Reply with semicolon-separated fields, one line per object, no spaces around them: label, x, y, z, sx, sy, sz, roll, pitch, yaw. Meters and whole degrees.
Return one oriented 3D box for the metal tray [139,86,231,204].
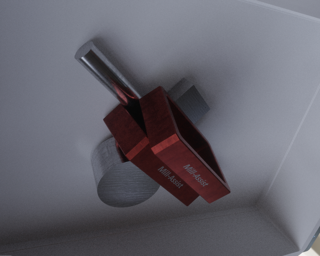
metal tray;0.031;0.022;0.364;0.030;0.090;0.130;-32;131;14

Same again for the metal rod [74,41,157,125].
metal rod;0.003;0.002;0.413;0.025;0.025;0.300;-43;130;1

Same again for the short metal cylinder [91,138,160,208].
short metal cylinder;-0.043;0.055;0.395;0.081;0.050;0.079;-11;129;-14

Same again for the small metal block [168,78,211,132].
small metal block;0.031;-0.029;0.407;0.050;0.025;0.050;-42;130;0

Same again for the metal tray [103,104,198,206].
metal tray;-0.006;0.035;0.384;0.030;0.090;0.130;-43;130;1
